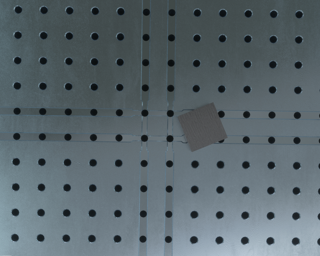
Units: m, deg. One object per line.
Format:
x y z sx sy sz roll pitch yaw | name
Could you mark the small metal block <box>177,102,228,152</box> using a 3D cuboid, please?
0.055 -0.001 0.414 0.050 0.025 0.050 -22 90 0 | small metal block
